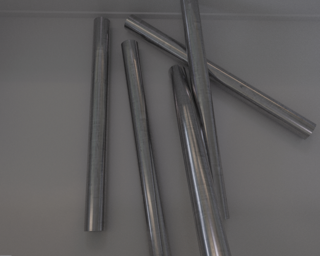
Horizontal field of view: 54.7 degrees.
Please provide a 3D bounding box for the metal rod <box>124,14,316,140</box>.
[{"bbox_3d":[0.076,-0.077,0.438,0.300,0.025,0.025,34,74,11],"label":"metal rod"}]

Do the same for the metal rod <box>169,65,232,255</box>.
[{"bbox_3d":[0.037,0.026,0.335,0.025,0.025,0.300,-5,45,-2],"label":"metal rod"}]

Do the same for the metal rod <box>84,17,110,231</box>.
[{"bbox_3d":[-0.082,-0.019,0.415,0.025,0.025,0.299,-2,70,-1],"label":"metal rod"}]

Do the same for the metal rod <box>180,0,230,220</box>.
[{"bbox_3d":[0.056,-0.036,0.404,0.025,0.025,0.299,-5,77,-2],"label":"metal rod"}]

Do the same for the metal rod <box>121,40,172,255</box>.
[{"bbox_3d":[-0.021,0.017,0.403,0.025,0.025,0.299,-8,70,-3],"label":"metal rod"}]
